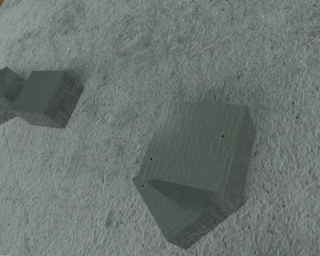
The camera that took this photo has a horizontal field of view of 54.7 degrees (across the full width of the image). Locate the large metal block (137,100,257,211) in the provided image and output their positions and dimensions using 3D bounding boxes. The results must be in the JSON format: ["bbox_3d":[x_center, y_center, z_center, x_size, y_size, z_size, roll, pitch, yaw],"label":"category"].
[{"bbox_3d":[0.038,0.023,0.290,0.080,0.050,0.080,7,64,30],"label":"large metal block"}]

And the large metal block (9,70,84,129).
[{"bbox_3d":[-0.187,-0.048,0.516,0.080,0.050,0.080,5,64,30],"label":"large metal block"}]

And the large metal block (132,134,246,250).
[{"bbox_3d":[0.030,0.067,0.331,0.080,0.050,0.080,-39,51,2],"label":"large metal block"}]

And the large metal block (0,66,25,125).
[{"bbox_3d":[-0.301,-0.056,0.581,0.080,0.050,0.080,-25,53,12],"label":"large metal block"}]
